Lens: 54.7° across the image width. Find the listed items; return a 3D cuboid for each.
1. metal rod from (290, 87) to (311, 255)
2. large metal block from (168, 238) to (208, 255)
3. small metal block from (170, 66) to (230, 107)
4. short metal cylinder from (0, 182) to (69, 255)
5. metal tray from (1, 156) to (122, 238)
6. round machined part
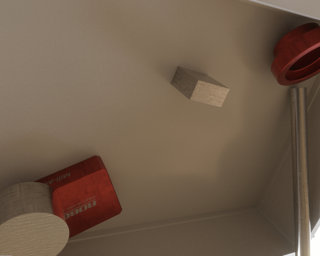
[{"bbox_3d":[0.233,0.083,0.512,0.025,0.025,0.298,-8,97,-25],"label":"metal rod"},{"bbox_3d":[0.055,0.270,0.595,0.080,0.050,0.080,-42,130,0],"label":"large metal block"},{"bbox_3d":[0.050,-0.052,0.389,0.050,0.050,0.025,9,114,-33],"label":"small metal block"},{"bbox_3d":[-0.146,0.107,0.340,0.081,0.050,0.079,-14,124,-21],"label":"short metal cylinder"},{"bbox_3d":[-0.123,0.100,0.401,0.131,0.030,0.089,-23,127,-15],"label":"metal tray"},{"bbox_3d":[0.197,-0.105,0.426,0.099,0.042,0.098,-19,156,-9],"label":"round machined part"}]
